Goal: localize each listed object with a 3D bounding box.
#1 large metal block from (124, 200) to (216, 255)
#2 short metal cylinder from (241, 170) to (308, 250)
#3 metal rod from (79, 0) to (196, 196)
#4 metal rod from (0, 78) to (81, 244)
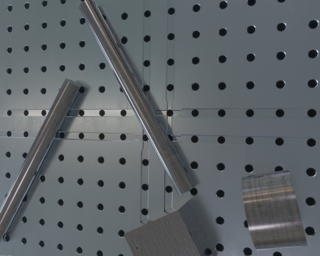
[{"bbox_3d":[0.014,0.150,0.394,0.080,0.050,0.080,-29,81,17],"label":"large metal block"},{"bbox_3d":[0.124,0.089,0.339,0.050,0.080,0.080,-14,86,19],"label":"short metal cylinder"},{"bbox_3d":[-0.035,-0.048,0.424,0.025,0.025,0.299,-31,80,17],"label":"metal rod"},{"bbox_3d":[-0.202,0.060,0.483,0.025,0.025,0.299,33,100,17],"label":"metal rod"}]
